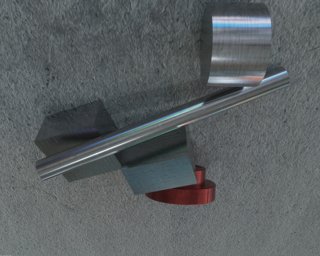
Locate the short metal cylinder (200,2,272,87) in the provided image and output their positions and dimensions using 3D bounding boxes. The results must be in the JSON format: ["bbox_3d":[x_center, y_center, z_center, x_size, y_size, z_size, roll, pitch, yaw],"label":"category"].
[{"bbox_3d":[0.070,-0.080,0.304,0.050,0.080,0.079,0,130,-1],"label":"short metal cylinder"}]

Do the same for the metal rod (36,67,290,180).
[{"bbox_3d":[0.004,-0.005,0.359,0.301,0.025,0.025,-21,128,0],"label":"metal rod"}]

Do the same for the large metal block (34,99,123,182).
[{"bbox_3d":[-0.099,0.019,0.405,0.080,0.050,0.080,-16,129,12],"label":"large metal block"}]

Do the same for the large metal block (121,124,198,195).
[{"bbox_3d":[0.000,0.032,0.399,0.080,0.080,0.050,-13,129,10],"label":"large metal block"}]

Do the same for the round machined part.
[{"bbox_3d":[0.029,0.075,0.437,0.099,0.098,0.042,3,91,-3],"label":"round machined part"}]
